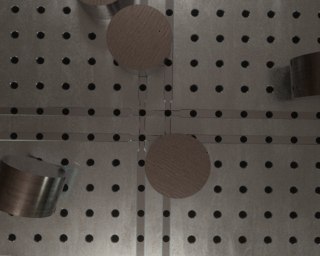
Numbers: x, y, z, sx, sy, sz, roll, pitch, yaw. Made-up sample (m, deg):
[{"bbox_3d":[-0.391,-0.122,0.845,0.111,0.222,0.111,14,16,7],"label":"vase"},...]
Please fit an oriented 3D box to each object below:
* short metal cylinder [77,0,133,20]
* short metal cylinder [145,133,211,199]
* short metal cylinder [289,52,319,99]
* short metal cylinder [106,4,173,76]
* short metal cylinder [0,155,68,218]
[{"bbox_3d":[-0.075,-0.188,0.400,0.081,0.050,0.079,0,90,-1],"label":"short metal cylinder"},{"bbox_3d":[0.022,0.046,0.401,0.081,0.050,0.079,0,90,-1],"label":"short metal cylinder"},{"bbox_3d":[0.207,-0.064,0.389,0.081,0.080,0.050,-3,90,-1],"label":"short metal cylinder"},{"bbox_3d":[-0.025,-0.111,0.400,0.081,0.050,0.079,0,90,-1],"label":"short metal cylinder"},{"bbox_3d":[-0.162,0.071,0.384,0.080,0.080,0.050,19,90,-1],"label":"short metal cylinder"}]
